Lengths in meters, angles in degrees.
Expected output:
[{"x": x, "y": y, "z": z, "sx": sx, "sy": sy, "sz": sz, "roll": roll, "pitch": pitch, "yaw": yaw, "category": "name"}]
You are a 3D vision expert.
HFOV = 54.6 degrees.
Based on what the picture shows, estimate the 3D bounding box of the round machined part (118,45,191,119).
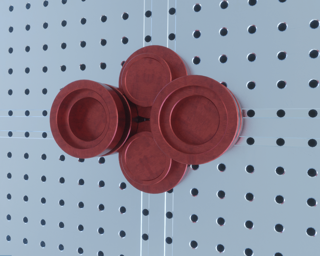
[{"x": -0.011, "y": -0.060, "z": 0.407, "sx": 0.098, "sy": 0.042, "sz": 0.097, "roll": 0, "pitch": 90, "yaw": 20, "category": "round machined part"}]

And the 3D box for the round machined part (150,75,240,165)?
[{"x": 0.042, "y": -0.009, "z": 0.354, "sx": 0.098, "sy": 0.042, "sz": 0.097, "roll": 0, "pitch": 90, "yaw": 20, "category": "round machined part"}]

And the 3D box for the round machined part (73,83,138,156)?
[{"x": -0.075, "y": -0.011, "z": 0.430, "sx": 0.098, "sy": 0.042, "sz": 0.097, "roll": 0, "pitch": 90, "yaw": 20, "category": "round machined part"}]

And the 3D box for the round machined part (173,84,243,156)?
[{"x": 0.053, "y": -0.010, "z": 0.384, "sx": 0.098, "sy": 0.042, "sz": 0.097, "roll": 0, "pitch": 90, "yaw": 20, "category": "round machined part"}]

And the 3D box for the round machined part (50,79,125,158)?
[{"x": -0.089, "y": -0.011, "z": 0.401, "sx": 0.098, "sy": 0.042, "sz": 0.097, "roll": 0, "pitch": 90, "yaw": 20, "category": "round machined part"}]

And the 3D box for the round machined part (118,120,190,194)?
[{"x": -0.011, "y": 0.038, "z": 0.407, "sx": 0.098, "sy": 0.042, "sz": 0.097, "roll": 0, "pitch": 90, "yaw": 20, "category": "round machined part"}]
